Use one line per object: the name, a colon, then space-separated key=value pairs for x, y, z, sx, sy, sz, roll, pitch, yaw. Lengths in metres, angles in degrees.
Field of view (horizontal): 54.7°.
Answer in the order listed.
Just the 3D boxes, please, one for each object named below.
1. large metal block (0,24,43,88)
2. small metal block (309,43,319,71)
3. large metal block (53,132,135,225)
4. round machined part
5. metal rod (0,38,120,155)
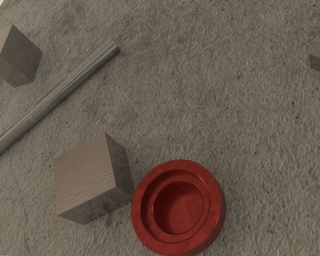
large metal block: x=-0.286 y=-0.139 z=0.604 sx=0.050 sy=0.080 sz=0.080 roll=-11 pitch=57 yaw=22
small metal block: x=0.207 y=-0.084 z=0.347 sx=0.050 sy=0.025 sz=0.050 roll=-47 pitch=51 yaw=-5
large metal block: x=-0.083 y=0.064 z=0.392 sx=0.080 sy=0.050 sz=0.080 roll=-28 pitch=52 yaw=11
round machined part: x=0.022 y=0.086 z=0.328 sx=0.098 sy=0.042 sz=0.098 roll=-13 pitch=56 yaw=21
metal rod: x=-0.189 y=-0.045 z=0.530 sx=0.300 sy=0.025 sz=0.025 roll=-41 pitch=51 yaw=-1
